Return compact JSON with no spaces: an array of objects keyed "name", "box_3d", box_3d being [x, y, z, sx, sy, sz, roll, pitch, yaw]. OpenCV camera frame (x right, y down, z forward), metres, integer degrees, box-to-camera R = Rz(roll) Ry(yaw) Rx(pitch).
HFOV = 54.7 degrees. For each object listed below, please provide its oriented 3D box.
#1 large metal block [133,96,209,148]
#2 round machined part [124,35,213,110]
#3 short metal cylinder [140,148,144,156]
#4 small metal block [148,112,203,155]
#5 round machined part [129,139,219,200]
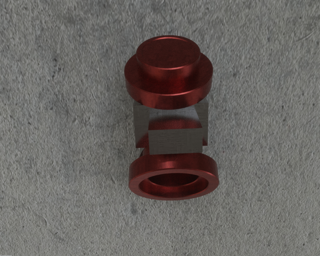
[{"name":"large metal block","box_3d":[0.012,-0.016,0.375,0.081,0.080,0.050,-2,110,0]},{"name":"round machined part","box_3d":[0.009,-0.068,0.343,0.099,0.098,0.042,-2,135,0]},{"name":"short metal cylinder","box_3d":[0.012,0.039,0.413,0.081,0.050,0.079,0,110,-1]},{"name":"small metal block","box_3d":[0.015,0.004,0.313,0.050,0.050,0.025,-2,110,1]},{"name":"round machined part","box_3d":[0.015,0.046,0.349,0.099,0.042,0.098,-1,149,-1]}]
